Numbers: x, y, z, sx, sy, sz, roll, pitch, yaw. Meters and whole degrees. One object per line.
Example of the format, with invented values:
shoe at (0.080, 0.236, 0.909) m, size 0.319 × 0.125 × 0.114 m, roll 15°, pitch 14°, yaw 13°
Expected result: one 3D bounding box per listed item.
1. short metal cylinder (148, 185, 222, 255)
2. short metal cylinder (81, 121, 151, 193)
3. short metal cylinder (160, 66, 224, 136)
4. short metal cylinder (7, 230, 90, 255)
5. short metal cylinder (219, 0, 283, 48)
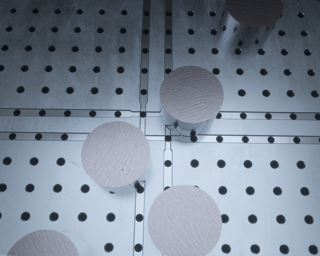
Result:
short metal cylinder at (0.027, 0.110, 0.359) m, size 0.081 × 0.050 × 0.080 m, roll 0°, pitch 70°, yaw 0°
short metal cylinder at (-0.052, 0.037, 0.384) m, size 0.081 × 0.050 × 0.080 m, roll 0°, pitch 70°, yaw 0°
short metal cylinder at (0.040, -0.035, 0.412) m, size 0.081 × 0.050 × 0.080 m, roll 0°, pitch 70°, yaw 0°
short metal cylinder at (-0.122, 0.154, 0.341) m, size 0.081 × 0.050 × 0.080 m, roll 0°, pitch 70°, yaw 0°
short metal cylinder at (0.134, -0.167, 0.461) m, size 0.081 × 0.050 × 0.080 m, roll 0°, pitch 70°, yaw 0°
